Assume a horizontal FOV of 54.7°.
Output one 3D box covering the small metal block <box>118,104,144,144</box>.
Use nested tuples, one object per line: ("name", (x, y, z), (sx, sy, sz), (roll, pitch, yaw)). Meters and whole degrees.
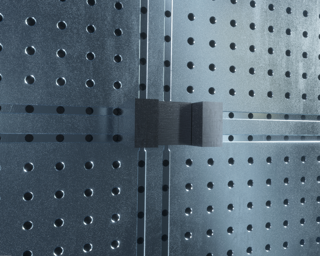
("small metal block", (-0.034, -0.005, 0.387), (0.025, 0.050, 0.050), (1, 90, -20))

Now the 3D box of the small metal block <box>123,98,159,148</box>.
("small metal block", (-0.022, -0.005, 0.338), (0.025, 0.050, 0.050), (1, 90, -20))

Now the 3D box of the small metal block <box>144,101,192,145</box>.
("small metal block", (0.009, -0.005, 0.364), (0.050, 0.025, 0.050), (1, 90, -21))

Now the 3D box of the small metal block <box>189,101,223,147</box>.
("small metal block", (0.050, -0.004, 0.364), (0.025, 0.050, 0.050), (1, 90, -20))

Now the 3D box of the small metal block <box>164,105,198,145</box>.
("small metal block", (0.027, -0.004, 0.410), (0.025, 0.050, 0.050), (-1, 91, -20))
